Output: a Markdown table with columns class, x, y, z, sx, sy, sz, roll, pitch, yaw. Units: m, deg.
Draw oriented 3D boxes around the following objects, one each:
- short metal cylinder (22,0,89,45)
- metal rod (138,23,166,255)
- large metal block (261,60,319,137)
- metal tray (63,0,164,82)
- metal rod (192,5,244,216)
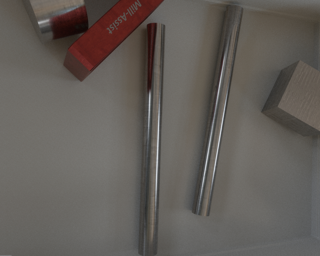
| class | x | y | z | sx | sy | sz | roll | pitch | yaw |
| --- | --- | --- | --- | --- | --- | --- | --- | --- | --- |
| short metal cylinder | -0.118 | -0.137 | 0.338 | 0.050 | 0.080 | 0.080 | -24 | 98 | -19 |
| metal rod | -0.011 | 0.014 | 0.407 | 0.025 | 0.025 | 0.298 | 2 | 89 | -20 |
| large metal block | 0.216 | -0.043 | 0.470 | 0.080 | 0.050 | 0.080 | 29 | 80 | -5 |
| metal tray | -0.052 | -0.114 | 0.357 | 0.030 | 0.090 | 0.130 | 45 | 76 | -15 |
| metal rod | 0.083 | -0.027 | 0.442 | 0.025 | 0.025 | 0.298 | 11 | 86 | -20 |
